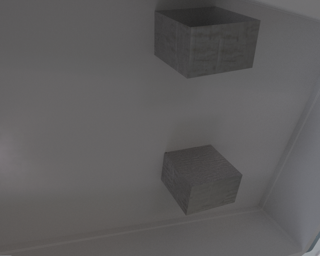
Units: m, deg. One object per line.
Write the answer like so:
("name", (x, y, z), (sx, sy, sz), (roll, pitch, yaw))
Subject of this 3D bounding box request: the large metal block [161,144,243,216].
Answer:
("large metal block", (0.057, 0.071, 0.448), (0.081, 0.080, 0.050), (-8, 122, -25))

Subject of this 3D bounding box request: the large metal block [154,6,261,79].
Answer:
("large metal block", (0.047, -0.097, 0.338), (0.081, 0.080, 0.050), (-13, 124, -21))
